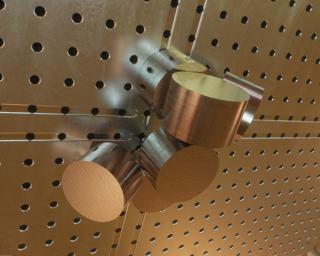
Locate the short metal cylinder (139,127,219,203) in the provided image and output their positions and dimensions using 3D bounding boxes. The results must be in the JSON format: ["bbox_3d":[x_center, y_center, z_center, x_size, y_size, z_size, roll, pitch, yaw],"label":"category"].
[{"bbox_3d":[0.022,0.041,0.366,0.081,0.050,0.079,-14,124,-21],"label":"short metal cylinder"}]

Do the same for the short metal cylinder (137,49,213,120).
[{"bbox_3d":[0.019,-0.049,0.374,0.081,0.050,0.079,-14,125,-21],"label":"short metal cylinder"}]

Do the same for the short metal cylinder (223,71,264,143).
[{"bbox_3d":[0.091,-0.027,0.400,0.050,0.080,0.079,26,109,5],"label":"short metal cylinder"}]

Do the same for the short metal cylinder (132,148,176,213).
[{"bbox_3d":[-0.010,0.071,0.432,0.081,0.050,0.079,-14,125,-21],"label":"short metal cylinder"}]

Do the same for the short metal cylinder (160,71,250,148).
[{"bbox_3d":[0.045,-0.021,0.321,0.081,0.080,0.050,0,118,-29],"label":"short metal cylinder"}]

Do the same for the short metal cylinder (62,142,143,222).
[{"bbox_3d":[-0.068,0.064,0.371,0.050,0.080,0.079,-46,152,-60],"label":"short metal cylinder"}]
